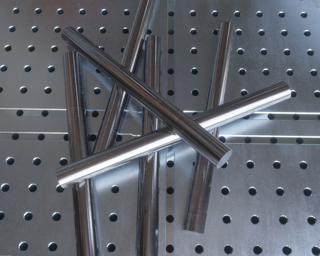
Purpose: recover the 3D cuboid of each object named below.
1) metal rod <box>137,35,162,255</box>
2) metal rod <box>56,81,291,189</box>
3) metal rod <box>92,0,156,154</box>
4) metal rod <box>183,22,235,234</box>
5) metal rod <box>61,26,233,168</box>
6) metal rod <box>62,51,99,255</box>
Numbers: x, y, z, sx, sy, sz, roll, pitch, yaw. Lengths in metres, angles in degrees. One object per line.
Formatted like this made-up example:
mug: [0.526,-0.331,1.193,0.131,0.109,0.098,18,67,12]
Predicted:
metal rod: [-0.012,0.011,0.407,0.025,0.025,0.299,1,70,0]
metal rod: [0.023,0.005,0.382,0.302,0.025,0.025,-21,72,-8]
metal rod: [-0.045,-0.093,0.445,0.025,0.025,0.299,12,70,4]
metal rod: [0.070,-0.015,0.417,0.025,0.025,0.299,11,70,4]
metal rod: [-0.034,-0.053,0.395,0.025,0.025,0.300,-43,62,-14]
metal rod: [-0.103,0.035,0.398,0.025,0.025,0.299,-9,70,-3]
